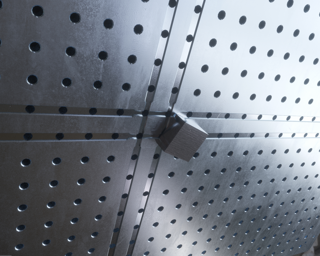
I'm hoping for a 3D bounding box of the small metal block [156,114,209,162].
[{"bbox_3d":[0.032,0.015,0.440,0.050,0.025,0.050,26,104,-38],"label":"small metal block"}]
